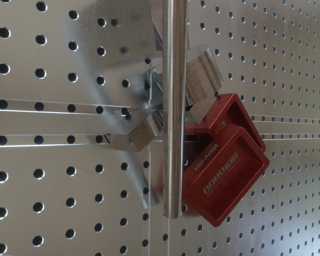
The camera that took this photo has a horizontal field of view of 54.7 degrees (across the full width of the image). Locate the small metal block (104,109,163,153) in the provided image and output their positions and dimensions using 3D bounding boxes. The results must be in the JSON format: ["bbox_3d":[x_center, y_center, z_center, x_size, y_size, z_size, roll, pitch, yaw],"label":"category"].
[{"bbox_3d":[-0.029,0.002,0.368,0.050,0.050,0.025,-43,117,-31],"label":"small metal block"}]

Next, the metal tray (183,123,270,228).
[{"bbox_3d":[0.092,0.069,0.454,0.130,0.030,0.090,-48,118,-7],"label":"metal tray"}]

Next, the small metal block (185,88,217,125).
[{"bbox_3d":[0.041,-0.031,0.427,0.050,0.050,0.025,-53,121,-27],"label":"small metal block"}]

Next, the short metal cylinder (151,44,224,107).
[{"bbox_3d":[0.036,-0.068,0.403,0.080,0.080,0.050,-42,116,-32],"label":"short metal cylinder"}]

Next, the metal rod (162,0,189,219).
[{"bbox_3d":[0.016,-0.022,0.345,0.025,0.025,0.298,-23,124,-38],"label":"metal rod"}]

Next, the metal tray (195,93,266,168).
[{"bbox_3d":[0.119,0.019,0.504,0.090,0.030,0.130,-52,120,-27],"label":"metal tray"}]

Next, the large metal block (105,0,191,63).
[{"bbox_3d":[-0.016,-0.123,0.359,0.050,0.080,0.079,-14,99,-39],"label":"large metal block"}]
